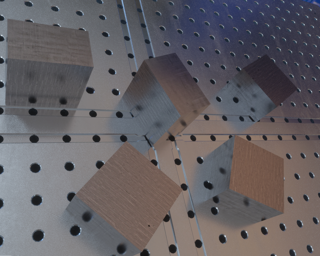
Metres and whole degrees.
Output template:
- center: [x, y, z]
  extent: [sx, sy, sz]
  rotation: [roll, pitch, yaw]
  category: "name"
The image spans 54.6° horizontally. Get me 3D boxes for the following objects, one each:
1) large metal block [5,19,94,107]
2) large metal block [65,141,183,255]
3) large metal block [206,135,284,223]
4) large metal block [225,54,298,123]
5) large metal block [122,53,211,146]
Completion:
- center: [-0.127, -0.067, 0.346]
  extent: [0.081, 0.080, 0.050]
  rotation: [1, 62, -28]
  category: "large metal block"
- center: [-0.037, 0.075, 0.326]
  extent: [0.080, 0.050, 0.080]
  rotation: [41, 51, 0]
  category: "large metal block"
- center: [0.115, 0.068, 0.412]
  extent: [0.080, 0.050, 0.080]
  rotation: [26, 53, -12]
  category: "large metal block"
- center: [0.172, -0.068, 0.525]
  extent: [0.081, 0.050, 0.080]
  rotation: [-33, 80, -38]
  category: "large metal block"
- center: [0.005, -0.035, 0.396]
  extent: [0.050, 0.080, 0.080]
  rotation: [-23, 74, -36]
  category: "large metal block"
